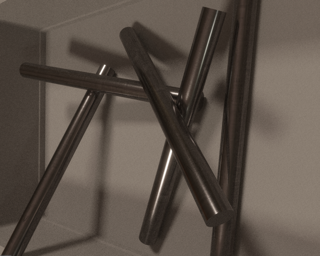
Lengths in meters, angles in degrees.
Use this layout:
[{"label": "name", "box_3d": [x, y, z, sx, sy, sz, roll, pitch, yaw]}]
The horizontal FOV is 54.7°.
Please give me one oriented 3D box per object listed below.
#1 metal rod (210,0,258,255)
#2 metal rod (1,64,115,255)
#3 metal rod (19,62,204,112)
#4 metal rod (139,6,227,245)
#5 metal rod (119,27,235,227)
[{"label": "metal rod", "box_3d": [0.081, -0.003, 0.338, 0.025, 0.025, 0.298, 8, 95, 39]}, {"label": "metal rod", "box_3d": [-0.140, 0.043, 0.443, 0.025, 0.025, 0.299, 15, 76, 38]}, {"label": "metal rod", "box_3d": [-0.084, -0.062, 0.433, 0.301, 0.025, 0.025, 13, 99, 26]}, {"label": "metal rod", "box_3d": [0.019, 0.015, 0.364, 0.025, 0.025, 0.298, 31, 116, 35]}, {"label": "metal rod", "box_3d": [0.001, -0.030, 0.346, 0.025, 0.025, 0.300, -51, 43, 27]}]
